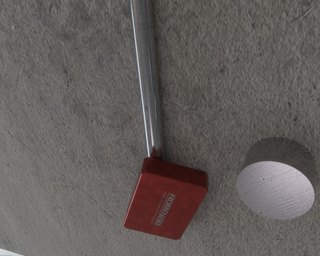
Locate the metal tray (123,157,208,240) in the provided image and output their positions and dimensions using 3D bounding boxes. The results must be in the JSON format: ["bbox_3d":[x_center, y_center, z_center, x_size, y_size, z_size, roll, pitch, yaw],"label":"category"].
[{"bbox_3d":[0.005,0.106,0.448,0.091,0.030,0.129,15,127,-6],"label":"metal tray"}]

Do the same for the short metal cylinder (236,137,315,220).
[{"bbox_3d":[0.134,0.057,0.356,0.080,0.050,0.079,13,124,21],"label":"short metal cylinder"}]

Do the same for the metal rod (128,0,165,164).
[{"bbox_3d":[-0.015,-0.068,0.372,0.025,0.025,0.298,9,123,23],"label":"metal rod"}]
